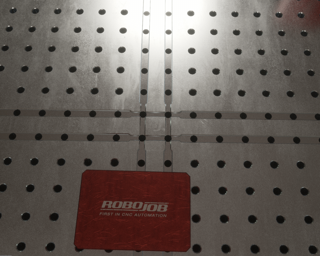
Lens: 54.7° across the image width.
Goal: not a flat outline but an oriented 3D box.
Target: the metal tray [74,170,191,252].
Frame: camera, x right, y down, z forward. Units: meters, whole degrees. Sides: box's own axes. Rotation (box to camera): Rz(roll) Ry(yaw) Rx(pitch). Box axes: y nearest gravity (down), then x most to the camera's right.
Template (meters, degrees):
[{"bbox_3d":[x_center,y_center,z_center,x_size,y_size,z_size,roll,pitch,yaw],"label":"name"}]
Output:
[{"bbox_3d":[-0.030,0.099,0.373,0.131,0.030,0.090,2,70,0],"label":"metal tray"}]
